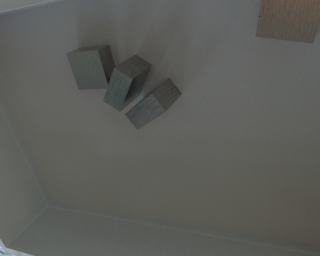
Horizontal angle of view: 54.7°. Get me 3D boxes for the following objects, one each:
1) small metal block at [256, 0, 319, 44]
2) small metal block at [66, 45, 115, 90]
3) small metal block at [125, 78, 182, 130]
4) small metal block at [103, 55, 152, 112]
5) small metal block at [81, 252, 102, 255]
[{"bbox_3d":[0.118,-0.107,0.280,0.050,0.025,0.050,13,124,20],"label":"small metal block"},{"bbox_3d":[-0.087,-0.079,0.404,0.050,0.025,0.050,1,119,27],"label":"small metal block"},{"bbox_3d":[-0.008,-0.029,0.377,0.050,0.050,0.025,-32,101,38],"label":"small metal block"},{"bbox_3d":[-0.039,-0.055,0.378,0.025,0.050,0.050,32,128,7],"label":"small metal block"},{"bbox_3d":[-0.144,0.298,0.669,0.050,0.025,0.050,-5,116,30],"label":"small metal block"}]
